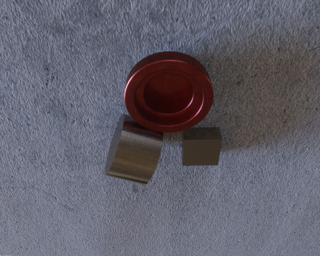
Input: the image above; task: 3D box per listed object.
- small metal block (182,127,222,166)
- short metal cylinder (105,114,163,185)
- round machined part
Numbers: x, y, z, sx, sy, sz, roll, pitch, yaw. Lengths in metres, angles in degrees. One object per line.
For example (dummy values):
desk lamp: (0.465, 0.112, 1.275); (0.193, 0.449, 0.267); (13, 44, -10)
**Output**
small metal block: (0.056, 0.026, 0.430); (0.050, 0.025, 0.050); (-1, 130, 0)
short metal cylinder: (-0.034, 0.027, 0.394); (0.050, 0.080, 0.079); (17, 128, -14)
round machined part: (0.010, -0.044, 0.358); (0.099, 0.042, 0.097); (-1, 130, -1)
